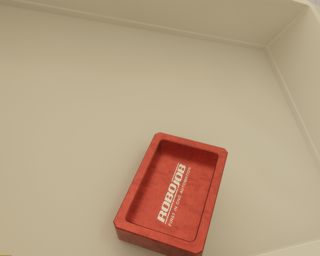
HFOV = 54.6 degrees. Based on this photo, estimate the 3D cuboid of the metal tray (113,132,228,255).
[{"bbox_3d":[0.017,0.070,0.342,0.090,0.030,0.130,14,50,13],"label":"metal tray"}]
